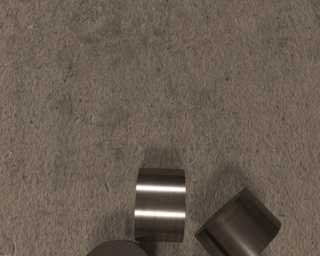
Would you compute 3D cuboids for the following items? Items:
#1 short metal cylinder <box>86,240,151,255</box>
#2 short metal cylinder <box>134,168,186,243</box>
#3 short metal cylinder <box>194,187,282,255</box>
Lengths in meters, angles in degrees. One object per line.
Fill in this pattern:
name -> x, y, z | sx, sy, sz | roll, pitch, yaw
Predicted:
short metal cylinder -> -0.044, 0.163, 0.335 | 0.081, 0.050, 0.080 | 0, 70, 0
short metal cylinder -> 0.000, 0.085, 0.348 | 0.050, 0.080, 0.080 | 2, 70, 1
short metal cylinder -> 0.084, 0.111, 0.340 | 0.080, 0.080, 0.050 | -39, 75, -13
